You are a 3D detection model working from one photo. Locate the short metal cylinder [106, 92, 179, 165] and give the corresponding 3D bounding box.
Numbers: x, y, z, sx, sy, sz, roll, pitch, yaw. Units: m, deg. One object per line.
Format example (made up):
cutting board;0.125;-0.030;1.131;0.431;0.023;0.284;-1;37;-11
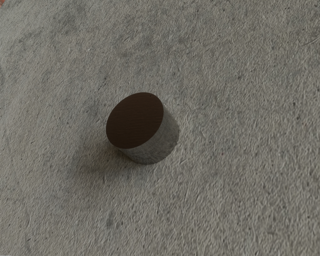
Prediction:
short metal cylinder;-0.022;0.001;0.400;0.080;0.050;0.080;-13;56;21
